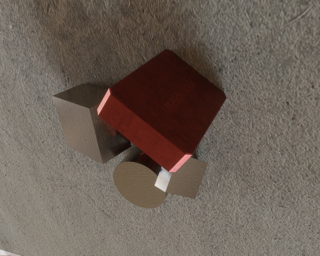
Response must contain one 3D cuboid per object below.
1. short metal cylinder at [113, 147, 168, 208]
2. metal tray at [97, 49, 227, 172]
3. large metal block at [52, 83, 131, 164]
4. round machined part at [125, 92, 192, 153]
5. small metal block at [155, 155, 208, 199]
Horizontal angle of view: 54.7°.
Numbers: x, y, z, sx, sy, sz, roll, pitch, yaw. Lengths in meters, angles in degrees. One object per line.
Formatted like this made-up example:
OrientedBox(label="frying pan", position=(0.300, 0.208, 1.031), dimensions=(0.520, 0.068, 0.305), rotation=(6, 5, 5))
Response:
OrientedBox(label="short metal cylinder", position=(-0.019, 0.067, 0.443), dimensions=(0.080, 0.050, 0.079), rotation=(13, 124, 20))
OrientedBox(label="metal tray", position=(0.010, -0.026, 0.317), dimensions=(0.090, 0.131, 0.030), rotation=(39, 129, 1))
OrientedBox(label="large metal block", position=(-0.091, -0.008, 0.417), dimensions=(0.080, 0.050, 0.079), rotation=(18, 128, 38))
OrientedBox(label="round machined part", position=(-0.006, -0.008, 0.395), dimensions=(0.098, 0.042, 0.097), rotation=(13, 124, 20))
OrientedBox(label="small metal block", position=(0.028, 0.060, 0.399), dimensions=(0.050, 0.050, 0.025), rotation=(21, 178, -34))
